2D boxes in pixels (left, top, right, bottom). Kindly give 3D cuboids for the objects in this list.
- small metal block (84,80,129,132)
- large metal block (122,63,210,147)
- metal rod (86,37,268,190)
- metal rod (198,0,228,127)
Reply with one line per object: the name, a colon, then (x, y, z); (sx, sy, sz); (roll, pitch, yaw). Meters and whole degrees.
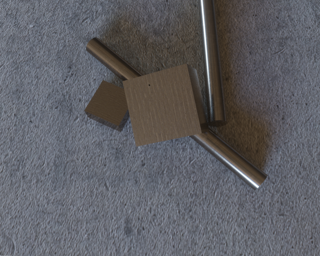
small metal block: (-0.065, -0.030, 0.418); (0.050, 0.025, 0.050); (24, 72, 8)
large metal block: (0.009, -0.026, 0.379); (0.080, 0.050, 0.080); (-12, 88, 18)
metal rod: (0.014, -0.027, 0.418); (0.300, 0.025, 0.025); (40, 75, 13)
metal rod: (0.074, -0.146, 0.462); (0.025, 0.025, 0.299); (-1, 70, -1)
